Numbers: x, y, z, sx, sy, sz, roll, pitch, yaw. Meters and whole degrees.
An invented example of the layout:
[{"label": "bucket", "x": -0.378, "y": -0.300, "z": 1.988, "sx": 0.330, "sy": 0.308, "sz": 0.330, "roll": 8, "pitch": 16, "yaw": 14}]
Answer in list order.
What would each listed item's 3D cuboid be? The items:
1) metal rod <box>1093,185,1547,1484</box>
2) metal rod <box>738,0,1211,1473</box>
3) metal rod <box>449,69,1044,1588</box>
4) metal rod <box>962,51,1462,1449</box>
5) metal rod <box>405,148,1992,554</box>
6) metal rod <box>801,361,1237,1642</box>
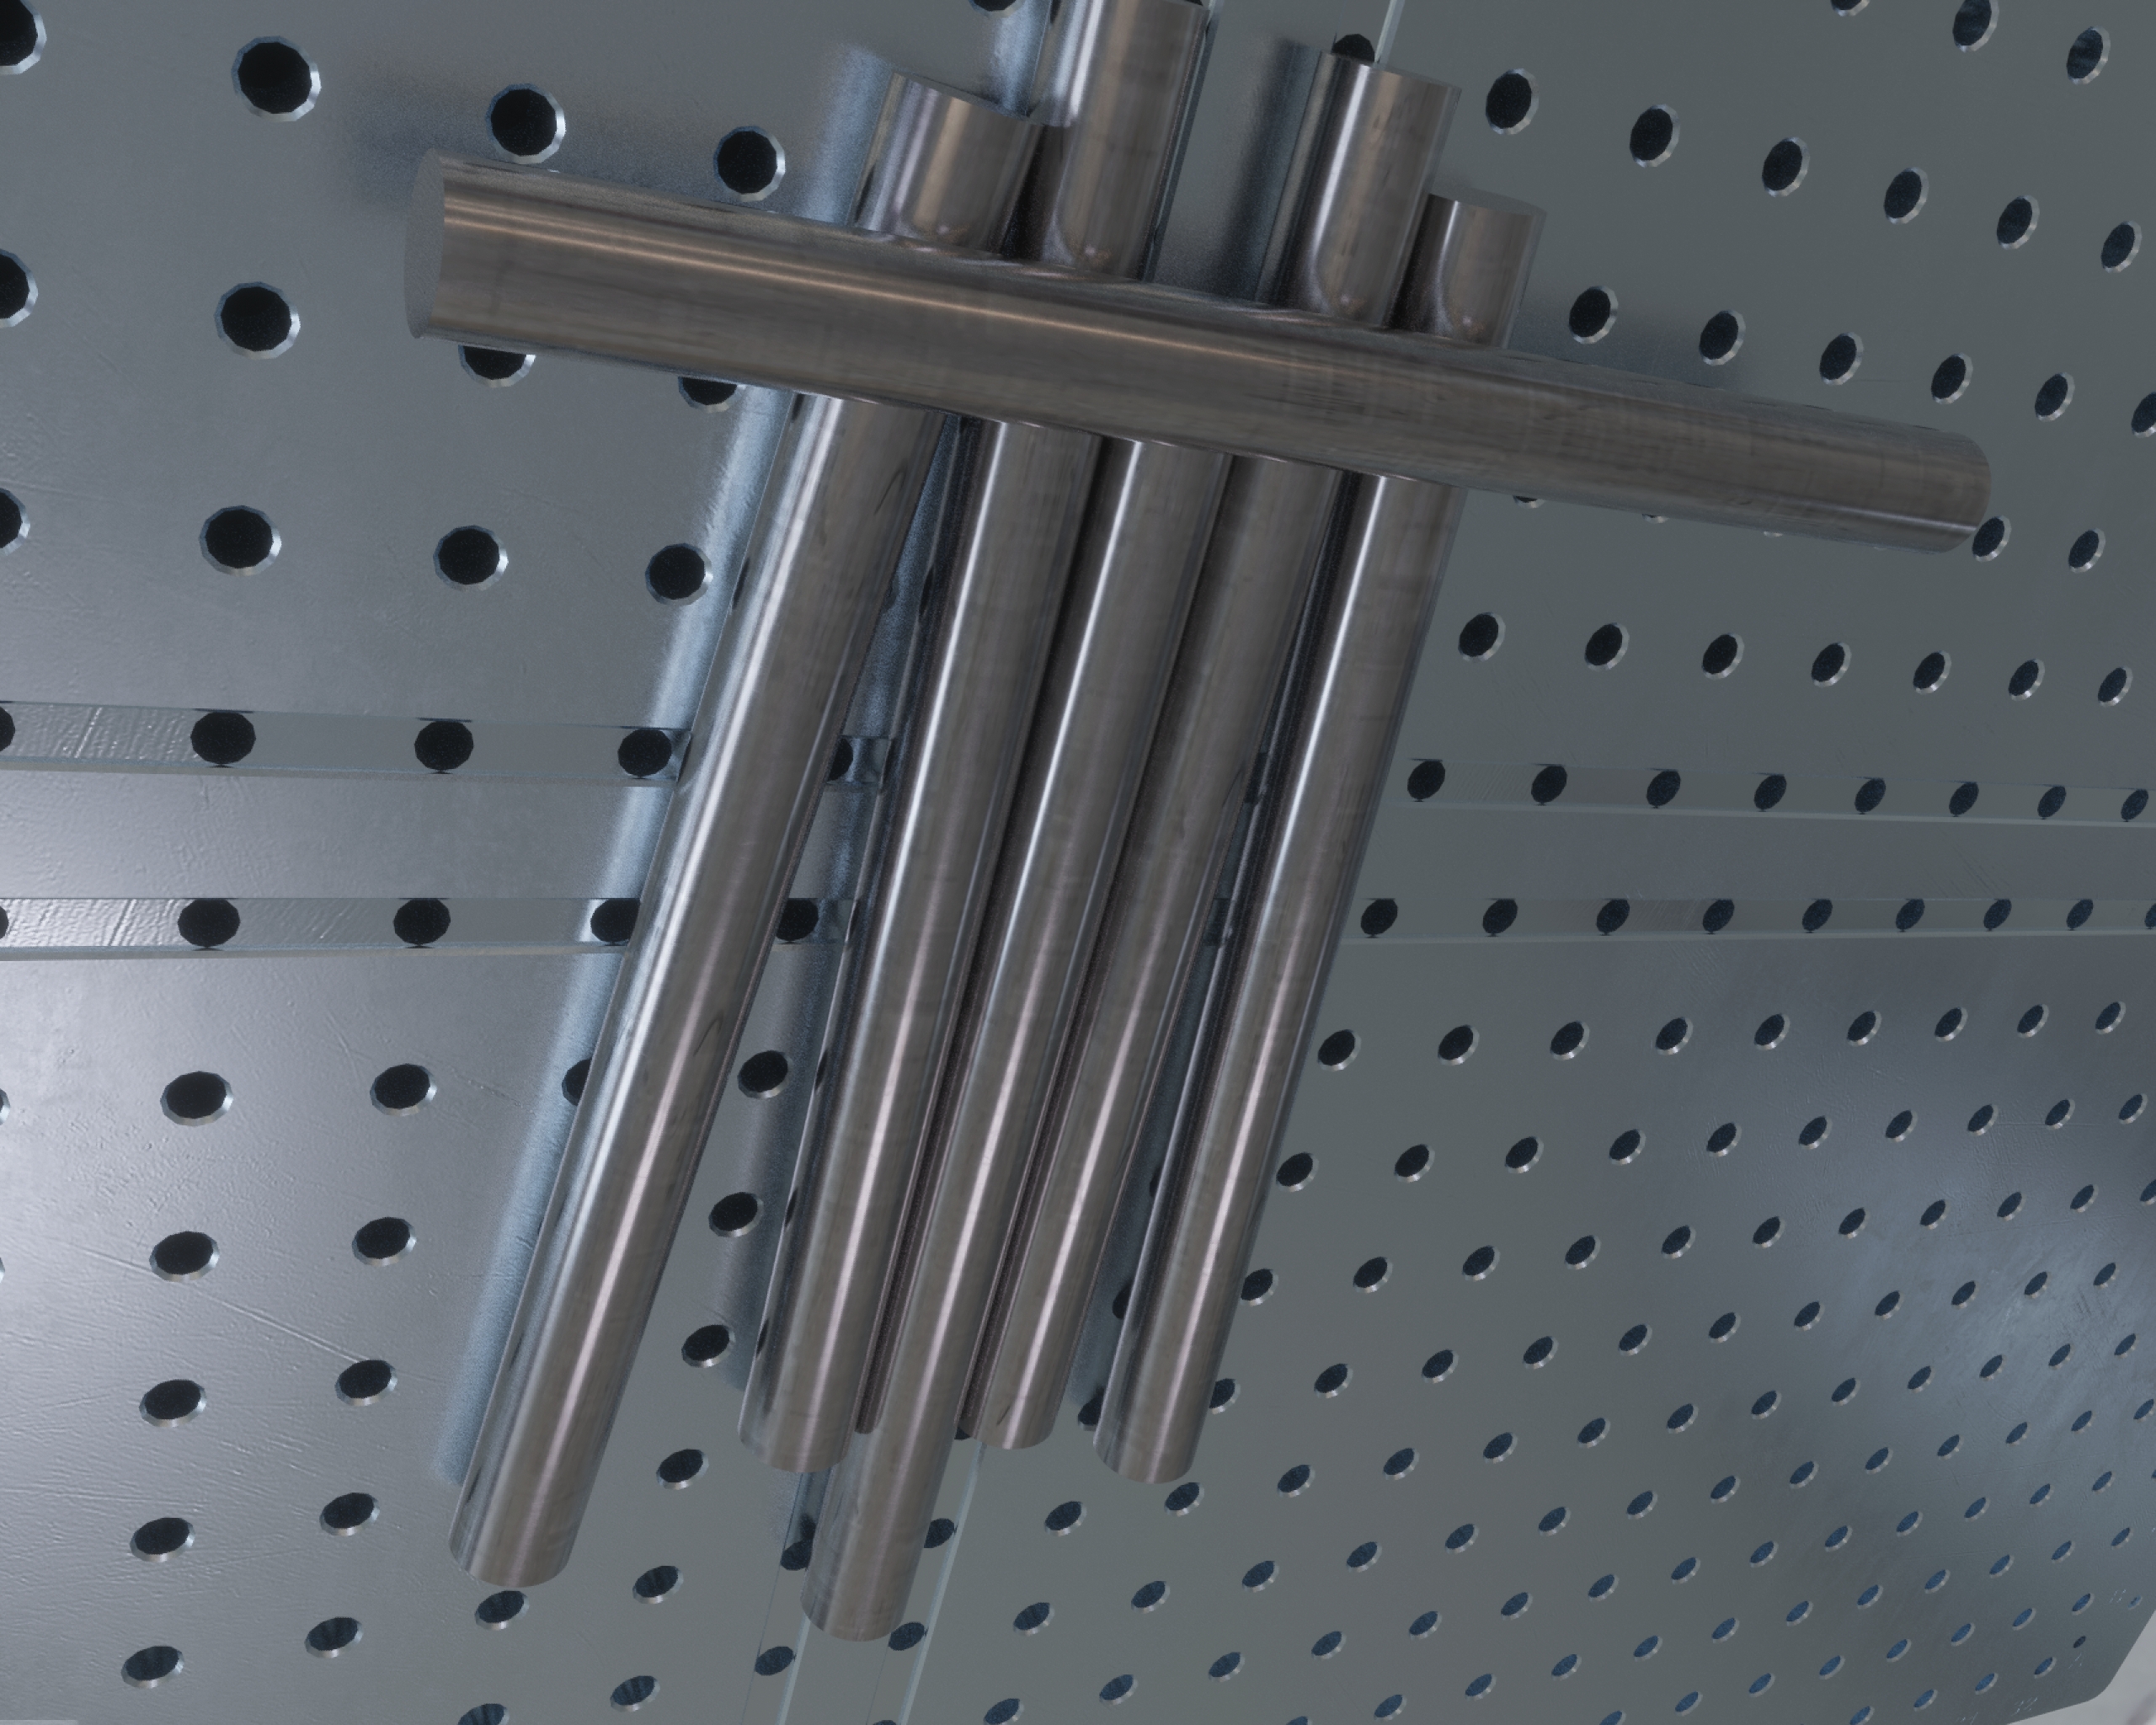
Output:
[{"label": "metal rod", "x": 0.044, "y": 0.011, "z": 0.442, "sx": 0.025, "sy": 0.025, "sz": 0.298, "roll": -2, "pitch": 120, "yaw": -27}, {"label": "metal rod", "x": -0.026, "y": -0.007, "z": 0.392, "sx": 0.025, "sy": 0.025, "sz": 0.298, "roll": 1, "pitch": 118, "yaw": -29}, {"label": "metal rod", "x": -0.067, "y": 0.011, "z": 0.379, "sx": 0.025, "sy": 0.025, "sz": 0.298, "roll": 7, "pitch": 115, "yaw": -32}, {"label": "metal rod", "x": 0.018, "y": -0.005, "z": 0.419, "sx": 0.025, "sy": 0.025, "sz": 0.298, "roll": 1, "pitch": 118, "yaw": -29}, {"label": "metal rod", "x": 0.044, "y": -0.079, "z": 0.353, "sx": 0.302, "sy": 0.025, "sz": 0.025, "roll": 2, "pitch": 118, "yaw": -29}, {"label": "metal rod", "x": -0.017, "y": 0.042, "z": 0.427, "sx": 0.025, "sy": 0.025, "sz": 0.298, "roll": 1, "pitch": 118, "yaw": -29}]
